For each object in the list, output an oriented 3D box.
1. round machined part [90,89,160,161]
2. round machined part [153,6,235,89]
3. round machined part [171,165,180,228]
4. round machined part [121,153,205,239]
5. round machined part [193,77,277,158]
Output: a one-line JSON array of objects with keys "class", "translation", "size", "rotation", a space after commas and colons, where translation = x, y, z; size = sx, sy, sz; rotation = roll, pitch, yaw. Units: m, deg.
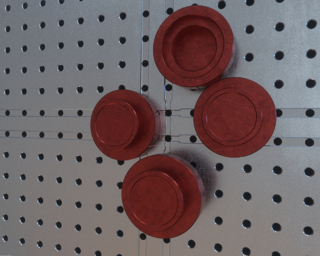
[{"class": "round machined part", "translation": [-0.053, -0.004, 0.421], "size": [0.098, 0.042, 0.097], "rotation": [0, 90, 19]}, {"class": "round machined part", "translation": [0.045, -0.097, 0.387], "size": [0.098, 0.042, 0.097], "rotation": [0, 90, 19]}, {"class": "round machined part", "translation": [0.002, 0.094, 0.402], "size": [0.098, 0.042, 0.097], "rotation": [0, 90, 19]}, {"class": "round machined part", "translation": [-0.001, 0.080, 0.358], "size": [0.098, 0.042, 0.097], "rotation": [0, 91, 19]}, {"class": "round machined part", "translation": [0.088, -0.013, 0.372], "size": [0.098, 0.042, 0.097], "rotation": [0, 90, 19]}]
